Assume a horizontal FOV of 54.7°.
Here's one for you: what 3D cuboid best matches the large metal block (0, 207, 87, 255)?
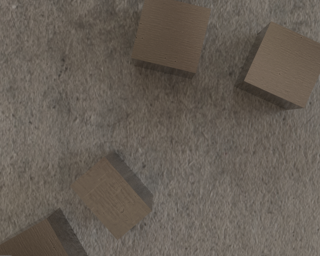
[{"bbox_3d":[-0.151,0.162,0.396,0.080,0.050,0.080,-30,90,0],"label":"large metal block"}]

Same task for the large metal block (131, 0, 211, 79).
[{"bbox_3d":[0.013,-0.114,0.398,0.080,0.050,0.080,13,90,-1],"label":"large metal block"}]

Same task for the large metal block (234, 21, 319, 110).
[{"bbox_3d":[0.155,-0.077,0.400,0.080,0.050,0.080,24,90,-1],"label":"large metal block"}]

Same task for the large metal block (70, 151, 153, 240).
[{"bbox_3d":[-0.054,0.078,0.382,0.050,0.080,0.080,-41,91,0],"label":"large metal block"}]
